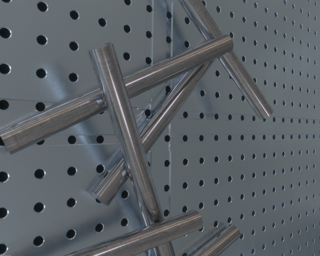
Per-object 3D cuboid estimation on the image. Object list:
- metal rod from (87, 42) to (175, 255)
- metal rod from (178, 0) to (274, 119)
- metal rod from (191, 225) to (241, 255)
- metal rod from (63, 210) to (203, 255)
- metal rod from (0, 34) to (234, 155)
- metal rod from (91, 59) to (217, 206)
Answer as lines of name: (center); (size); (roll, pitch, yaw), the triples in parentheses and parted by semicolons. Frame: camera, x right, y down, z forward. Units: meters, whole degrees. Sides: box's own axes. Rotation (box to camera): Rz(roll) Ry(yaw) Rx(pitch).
metal rod: (-0.023, 0.054, 0.356); (0.025, 0.025, 0.299); (-33, 121, -35)
metal rod: (0.076, -0.132, 0.442); (0.300, 0.025, 0.025); (50, 60, -18)
metal rod: (0.011, 0.213, 0.417); (0.302, 0.025, 0.025); (-21, 104, -38)
metal rod: (-0.083, 0.137, 0.310); (0.302, 0.025, 0.025); (-10, 97, -31)
metal rod: (-0.027, -0.051, 0.356); (0.302, 0.025, 0.025); (-29, 109, -27)
metal rod: (0.013, -0.027, 0.418); (0.025, 0.025, 0.301); (52, 60, -28)
